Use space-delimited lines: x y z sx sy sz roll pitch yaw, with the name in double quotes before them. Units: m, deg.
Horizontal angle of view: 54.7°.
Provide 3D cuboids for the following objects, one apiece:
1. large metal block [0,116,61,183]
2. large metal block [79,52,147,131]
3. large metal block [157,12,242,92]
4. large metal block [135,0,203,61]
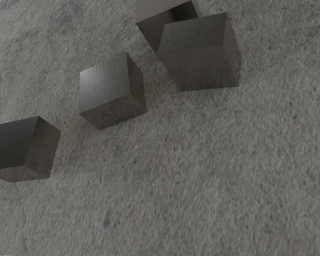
"large metal block" -0.208 0.034 0.474 0.080 0.050 0.080 -9 58 23
"large metal block" -0.070 -0.053 0.455 0.080 0.050 0.080 -20 54 16
"large metal block" 0.054 -0.093 0.396 0.080 0.080 0.050 -2 61 27
"large metal block" 0.019 -0.155 0.453 0.080 0.080 0.050 -16 55 18
